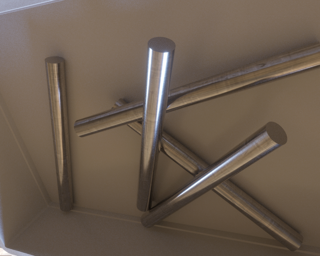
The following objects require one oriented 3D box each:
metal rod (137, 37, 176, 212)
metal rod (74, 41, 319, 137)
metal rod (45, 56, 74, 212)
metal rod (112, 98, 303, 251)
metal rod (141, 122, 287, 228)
[{"bbox_3d":[-0.012,0.024,0.387,0.025,0.025,0.298,23,140,13],"label":"metal rod"},{"bbox_3d":[0.021,-0.034,0.355,0.300,0.025,0.025,-15,111,27],"label":"metal rod"},{"bbox_3d":[-0.162,0.028,0.508,0.025,0.025,0.298,19,126,16],"label":"metal rod"},{"bbox_3d":[0.060,0.060,0.413,0.300,0.025,0.025,37,129,2],"label":"metal rod"},{"bbox_3d":[0.044,0.079,0.401,0.025,0.025,0.298,41,139,0],"label":"metal rod"}]
